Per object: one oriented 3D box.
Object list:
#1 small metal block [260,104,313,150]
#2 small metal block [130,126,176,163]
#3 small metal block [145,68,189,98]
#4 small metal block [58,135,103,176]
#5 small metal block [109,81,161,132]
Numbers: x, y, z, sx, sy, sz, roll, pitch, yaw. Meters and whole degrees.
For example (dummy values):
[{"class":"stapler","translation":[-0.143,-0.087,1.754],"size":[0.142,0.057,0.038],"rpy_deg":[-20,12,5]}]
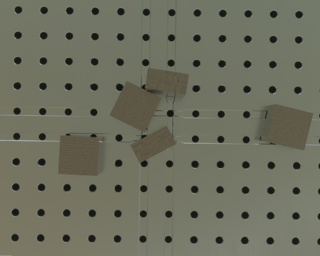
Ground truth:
[{"class":"small metal block","translation":[0.169,-0.001,0.414],"size":[0.050,0.025,0.050],"rpy_deg":[14,90,0]},{"class":"small metal block","translation":[-0.008,0.020,0.401],"size":[0.050,0.050,0.025],"rpy_deg":[-28,90,0]},{"class":"small metal block","translation":[0.008,-0.057,0.401],"size":[0.050,0.050,0.025],"rpy_deg":[9,90,0]},{"class":"small metal block","translation":[-0.105,0.036,0.413],"size":[0.050,0.025,0.050],"rpy_deg":[3,90,0]},{"class":"small metal block","translation":[-0.032,-0.028,0.413],"size":[0.050,0.025,0.050],"rpy_deg":[26,90,0]}]
